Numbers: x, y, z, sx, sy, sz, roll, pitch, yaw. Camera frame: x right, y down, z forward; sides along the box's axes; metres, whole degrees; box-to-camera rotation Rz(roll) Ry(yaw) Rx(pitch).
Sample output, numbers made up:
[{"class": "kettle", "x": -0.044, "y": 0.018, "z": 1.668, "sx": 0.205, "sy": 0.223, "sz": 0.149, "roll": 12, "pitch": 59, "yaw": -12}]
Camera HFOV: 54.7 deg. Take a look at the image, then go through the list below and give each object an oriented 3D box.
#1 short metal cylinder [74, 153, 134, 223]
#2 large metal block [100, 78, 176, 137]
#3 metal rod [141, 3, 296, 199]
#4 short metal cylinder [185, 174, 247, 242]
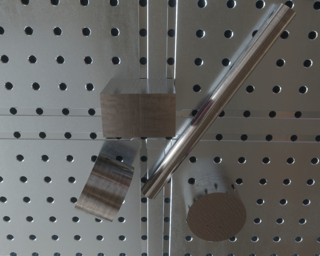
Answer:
[{"class": "short metal cylinder", "x": -0.074, "y": 0.079, "z": 0.412, "sx": 0.050, "sy": 0.080, "sz": 0.080, "roll": 25, "pitch": 108, "yaw": -9}, {"class": "large metal block", "x": -0.023, "y": -0.027, "z": 0.374, "sx": 0.081, "sy": 0.080, "sz": 0.050, "roll": 0, "pitch": 110, "yaw": 0}, {"class": "metal rod", "x": 0.066, "y": -0.023, "z": 0.405, "sx": 0.025, "sy": 0.025, "sz": 0.299, "roll": 32, "pitch": 107, "yaw": -11}, {"class": "short metal cylinder", "x": 0.077, "y": 0.113, "z": 0.442, "sx": 0.081, "sy": 0.050, "sz": 0.079, "roll": 0, "pitch": 110, "yaw": 0}]
